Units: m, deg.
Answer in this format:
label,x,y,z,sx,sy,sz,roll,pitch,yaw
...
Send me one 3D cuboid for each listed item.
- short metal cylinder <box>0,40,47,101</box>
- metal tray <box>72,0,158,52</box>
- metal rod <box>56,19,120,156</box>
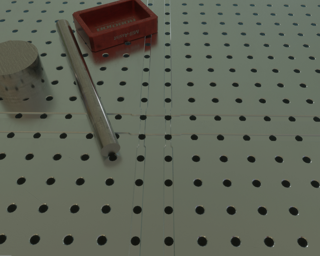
label,x,y,z,sx,sy,sz,roll,pitch,yaw
short metal cylinder,-0.216,-0.086,0.461,0.081,0.050,0.080,0,50,0
metal tray,-0.080,-0.192,0.564,0.131,0.030,0.090,-23,54,-19
metal rod,-0.118,-0.079,0.472,0.025,0.025,0.300,-17,52,-14
